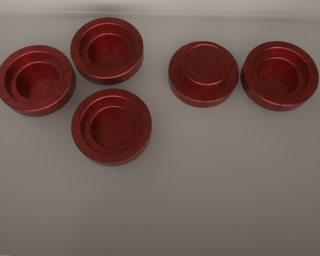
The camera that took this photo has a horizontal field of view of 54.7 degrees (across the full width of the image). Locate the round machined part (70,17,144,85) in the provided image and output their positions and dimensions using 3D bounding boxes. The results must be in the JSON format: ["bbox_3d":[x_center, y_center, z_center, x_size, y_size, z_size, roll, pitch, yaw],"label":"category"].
[{"bbox_3d":[-0.072,-0.103,0.438,0.099,0.042,0.098,0,70,-1],"label":"round machined part"}]

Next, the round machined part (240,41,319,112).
[{"bbox_3d":[0.160,-0.067,0.427,0.099,0.042,0.098,0,70,-1],"label":"round machined part"}]

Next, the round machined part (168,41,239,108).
[{"bbox_3d":[0.061,-0.081,0.431,0.099,0.042,0.098,0,70,-1],"label":"round machined part"}]

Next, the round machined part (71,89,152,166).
[{"bbox_3d":[-0.059,0.002,0.399,0.099,0.042,0.098,0,70,-1],"label":"round machined part"}]

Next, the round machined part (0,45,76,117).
[{"bbox_3d":[-0.163,-0.060,0.420,0.099,0.042,0.098,0,70,-1],"label":"round machined part"}]
